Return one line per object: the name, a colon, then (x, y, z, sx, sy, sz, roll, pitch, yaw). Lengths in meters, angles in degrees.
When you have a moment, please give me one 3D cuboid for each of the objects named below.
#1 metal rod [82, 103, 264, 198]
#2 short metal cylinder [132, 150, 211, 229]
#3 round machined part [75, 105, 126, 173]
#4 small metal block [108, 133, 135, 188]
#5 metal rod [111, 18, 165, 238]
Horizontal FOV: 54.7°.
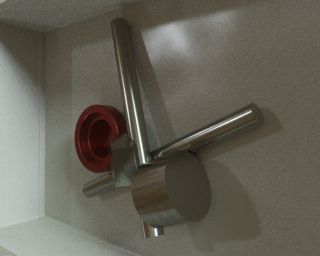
metal rod: (-0.006, 0.042, 0.408, 0.299, 0.025, 0.025, -28, 73, 36)
short metal cylinder: (0.014, 0.071, 0.356, 0.050, 0.081, 0.080, -25, 75, 37)
round machined part: (-0.079, 0.015, 0.457, 0.098, 0.042, 0.097, 0, 90, 39)
small metal block: (-0.048, 0.039, 0.389, 0.050, 0.025, 0.050, -130, 36, -66)
metal rod: (-0.033, -0.013, 0.407, 0.025, 0.025, 0.299, -24, 68, 37)
